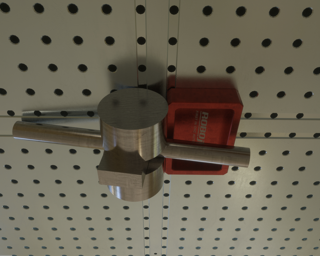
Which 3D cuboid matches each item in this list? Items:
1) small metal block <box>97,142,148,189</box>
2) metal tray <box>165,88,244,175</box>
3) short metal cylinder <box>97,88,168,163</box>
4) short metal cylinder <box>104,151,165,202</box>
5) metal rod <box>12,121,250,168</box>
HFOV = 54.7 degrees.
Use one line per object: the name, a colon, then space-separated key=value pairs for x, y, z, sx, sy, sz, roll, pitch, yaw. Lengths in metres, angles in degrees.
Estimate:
small metal block: x=-0.042 y=0.043 z=0.368 sx=0.050 sy=0.050 sz=0.025 roll=6 pitch=130 yaw=6
metal tray: x=0.053 y=0.009 z=0.417 sx=0.091 sy=0.030 sz=0.129 roll=1 pitch=130 yaw=-1
short metal cylinder: x=-0.031 y=-0.005 z=0.369 sx=0.081 sy=0.080 sz=0.050 roll=1 pitch=130 yaw=-1
short metal cylinder: x=-0.034 y=0.052 z=0.418 sx=0.081 sy=0.080 sz=0.050 roll=1 pitch=130 yaw=-1
metal rod: x=-0.040 y=0.020 z=0.397 sx=0.302 sy=0.025 sz=0.025 roll=7 pitch=131 yaw=6
